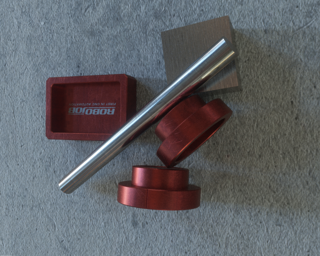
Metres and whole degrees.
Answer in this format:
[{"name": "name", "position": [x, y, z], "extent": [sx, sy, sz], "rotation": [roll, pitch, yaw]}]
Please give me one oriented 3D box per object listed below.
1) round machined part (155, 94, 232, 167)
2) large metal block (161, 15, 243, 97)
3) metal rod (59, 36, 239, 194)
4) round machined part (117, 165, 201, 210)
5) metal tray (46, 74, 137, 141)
[{"name": "round machined part", "position": [0.033, -0.001, 0.359], "extent": [0.098, 0.098, 0.042], "rotation": [-44, 76, 14]}, {"name": "large metal block", "position": [0.052, -0.080, 0.377], "extent": [0.080, 0.050, 0.080], "rotation": [-8, 87, 19]}, {"name": "metal rod", "position": [-0.032, 0.001, 0.379], "extent": [0.299, 0.025, 0.025], "rotation": [-39, 78, 27]}, {"name": "round machined part", "position": [0.000, 0.068, 0.371], "extent": [0.098, 0.098, 0.042], "rotation": [2, 85, 20]}, {"name": "metal tray", "position": [-0.099, -0.028, 0.441], "extent": [0.130, 0.030, 0.089], "rotation": [1, 90, 19]}]
